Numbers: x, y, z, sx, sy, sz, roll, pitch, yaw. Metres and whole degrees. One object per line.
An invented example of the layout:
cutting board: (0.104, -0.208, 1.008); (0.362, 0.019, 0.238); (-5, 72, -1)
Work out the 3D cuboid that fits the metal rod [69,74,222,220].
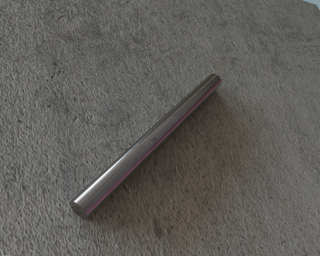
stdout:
metal rod: (0.003, 0.003, 0.407); (0.025, 0.025, 0.302); (45, 51, 2)
